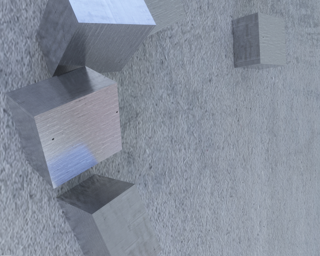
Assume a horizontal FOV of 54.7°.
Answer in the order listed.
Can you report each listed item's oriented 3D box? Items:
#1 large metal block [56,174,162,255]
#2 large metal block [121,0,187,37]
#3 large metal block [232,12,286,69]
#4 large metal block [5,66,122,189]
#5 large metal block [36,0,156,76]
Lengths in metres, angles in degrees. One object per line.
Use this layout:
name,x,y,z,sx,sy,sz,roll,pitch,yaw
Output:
large metal block,-0.054,0.100,0.324,0.050,0.080,0.080,-31,110,-36
large metal block,-0.025,-0.151,0.367,0.080,0.050,0.080,-37,113,-34
large metal block,0.171,-0.145,0.531,0.081,0.050,0.079,-7,94,-40
large metal block,-0.086,-0.003,0.296,0.081,0.050,0.079,-30,136,-36
large metal block,-0.065,-0.096,0.305,0.081,0.080,0.050,-14,73,-39
